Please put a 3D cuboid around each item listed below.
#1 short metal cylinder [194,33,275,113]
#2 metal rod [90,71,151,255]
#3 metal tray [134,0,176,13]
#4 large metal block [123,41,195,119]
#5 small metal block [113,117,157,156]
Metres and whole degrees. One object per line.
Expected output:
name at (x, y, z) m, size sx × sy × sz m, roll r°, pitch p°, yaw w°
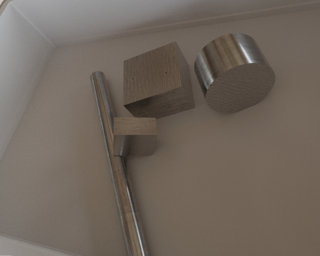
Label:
short metal cylinder at (0.086, -0.062, 0.363) m, size 0.080 × 0.080 × 0.050 m, roll -24°, pitch 53°, yaw 13°
metal rod at (-0.062, 0.029, 0.418) m, size 0.025 × 0.025 × 0.299 m, roll -28°, pitch 52°, yaw 10°
metal tray at (0.015, -0.276, 0.565) m, size 0.130 × 0.030 × 0.090 m, roll -47°, pitch 52°, yaw -5°
large metal block at (-0.003, -0.061, 0.427) m, size 0.080 × 0.050 × 0.080 m, roll -16°, pitch 55°, yaw 18°
small metal block at (-0.032, 0.011, 0.386) m, size 0.050 × 0.050 × 0.025 m, roll 0°, pitch 56°, yaw -9°
